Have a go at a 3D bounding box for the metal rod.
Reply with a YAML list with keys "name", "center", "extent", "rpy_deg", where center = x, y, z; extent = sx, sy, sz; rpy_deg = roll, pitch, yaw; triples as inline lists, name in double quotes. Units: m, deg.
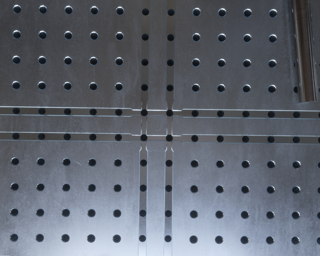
- name: "metal rod"
  center: [0.186, -0.183, 0.414]
  extent: [0.025, 0.025, 0.298]
  rpy_deg: [-5, 90, 0]
